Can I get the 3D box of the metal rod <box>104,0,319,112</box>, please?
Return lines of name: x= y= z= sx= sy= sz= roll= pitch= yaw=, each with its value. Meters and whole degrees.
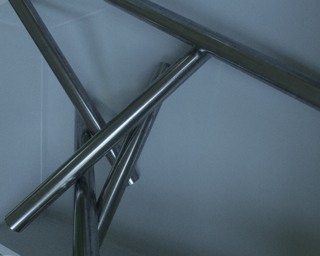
metal rod: x=0.048 y=-0.096 z=0.336 sx=0.300 sy=0.025 sz=0.025 roll=34 pitch=112 yaw=24

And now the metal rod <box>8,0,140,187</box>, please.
metal rod: x=-0.117 y=-0.050 z=0.431 sx=0.025 sy=0.025 sz=0.299 roll=-28 pitch=95 yaw=37

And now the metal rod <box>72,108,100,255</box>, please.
metal rod: x=-0.098 y=0.043 z=0.398 sx=0.025 sy=0.025 sz=0.300 roll=-57 pitch=29 yaw=25

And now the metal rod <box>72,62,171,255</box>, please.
metal rod: x=-0.047 y=0.055 z=0.366 sx=0.025 sy=0.025 sz=0.299 roll=11 pitch=72 yaw=39

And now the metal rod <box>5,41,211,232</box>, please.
metal rod: x=-0.052 y=0.004 z=0.353 sx=0.300 sy=0.025 sz=0.025 roll=-43 pitch=59 yaw=-4
